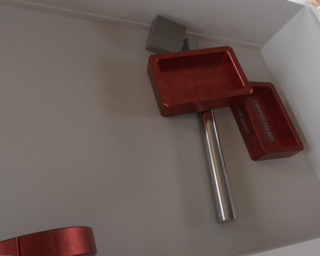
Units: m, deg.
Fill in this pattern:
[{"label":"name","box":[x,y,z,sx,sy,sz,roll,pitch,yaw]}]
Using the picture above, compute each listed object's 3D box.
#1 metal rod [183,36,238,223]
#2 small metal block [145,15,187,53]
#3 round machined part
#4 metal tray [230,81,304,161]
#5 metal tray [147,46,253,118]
[{"label":"metal rod","box":[0.067,-0.016,0.453,0.025,0.025,0.299,8,58,-25]},{"label":"small metal block","box":[0.009,-0.142,0.488,0.050,0.025,0.050,16,78,-20]},{"label":"round machined part","box":[-0.098,0.112,0.239,0.099,0.097,0.042,-3,64,-30]},{"label":"metal tray","box":[0.168,-0.015,0.504,0.091,0.030,0.130,-2,63,-30]},{"label":"metal tray","box":[0.055,-0.070,0.449,0.131,0.030,0.090,-10,63,-14]}]
